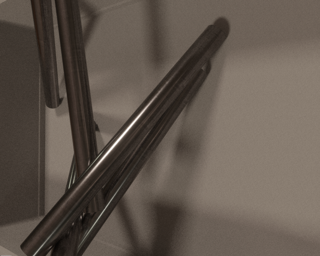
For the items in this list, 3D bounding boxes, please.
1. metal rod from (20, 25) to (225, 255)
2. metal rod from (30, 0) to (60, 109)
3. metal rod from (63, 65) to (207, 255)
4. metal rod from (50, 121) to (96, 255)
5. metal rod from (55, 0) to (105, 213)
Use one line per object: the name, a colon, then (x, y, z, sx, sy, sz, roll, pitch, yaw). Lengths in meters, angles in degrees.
metal rod: (-0.029, 0.005, 0.324, 0.025, 0.025, 0.300, 31, 75, 35)
metal rod: (-0.165, -0.127, 0.448, 0.025, 0.025, 0.298, 58, 152, 23)
metal rod: (-0.040, 0.053, 0.362, 0.025, 0.025, 0.299, 33, 86, 35)
metal rod: (-0.103, 0.076, 0.378, 0.025, 0.025, 0.300, -55, 23, 25)
metal rod: (-0.092, -0.059, 0.337, 0.025, 0.025, 0.298, -8, 89, 39)
